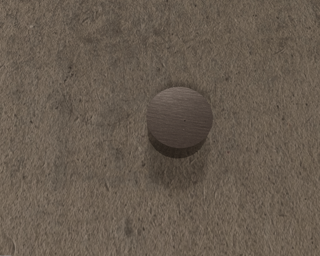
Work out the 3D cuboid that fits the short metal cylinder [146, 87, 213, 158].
[{"bbox_3d":[0.024,-0.006,0.397,0.081,0.050,0.080,0,70,0],"label":"short metal cylinder"}]
